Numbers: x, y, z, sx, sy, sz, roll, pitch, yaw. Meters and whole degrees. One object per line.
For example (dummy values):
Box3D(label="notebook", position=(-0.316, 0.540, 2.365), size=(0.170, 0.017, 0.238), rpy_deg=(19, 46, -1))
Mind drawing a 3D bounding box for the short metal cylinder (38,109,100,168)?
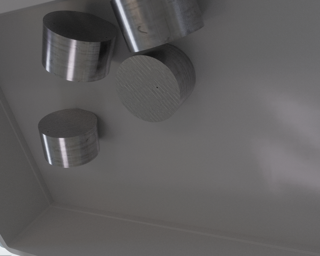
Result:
Box3D(label="short metal cylinder", position=(-0.130, 0.013, 0.450), size=(0.080, 0.080, 0.050), rpy_deg=(15, 124, 20))

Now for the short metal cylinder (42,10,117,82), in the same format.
Box3D(label="short metal cylinder", position=(-0.095, -0.097, 0.363), size=(0.080, 0.080, 0.050), rpy_deg=(27, 128, 11))

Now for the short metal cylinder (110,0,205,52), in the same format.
Box3D(label="short metal cylinder", position=(-0.002, -0.113, 0.304), size=(0.080, 0.080, 0.050), rpy_deg=(-7, 115, 31))

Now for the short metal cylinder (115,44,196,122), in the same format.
Box3D(label="short metal cylinder", position=(-0.005, -0.053, 0.362), size=(0.080, 0.050, 0.079), rpy_deg=(13, 124, 21))
